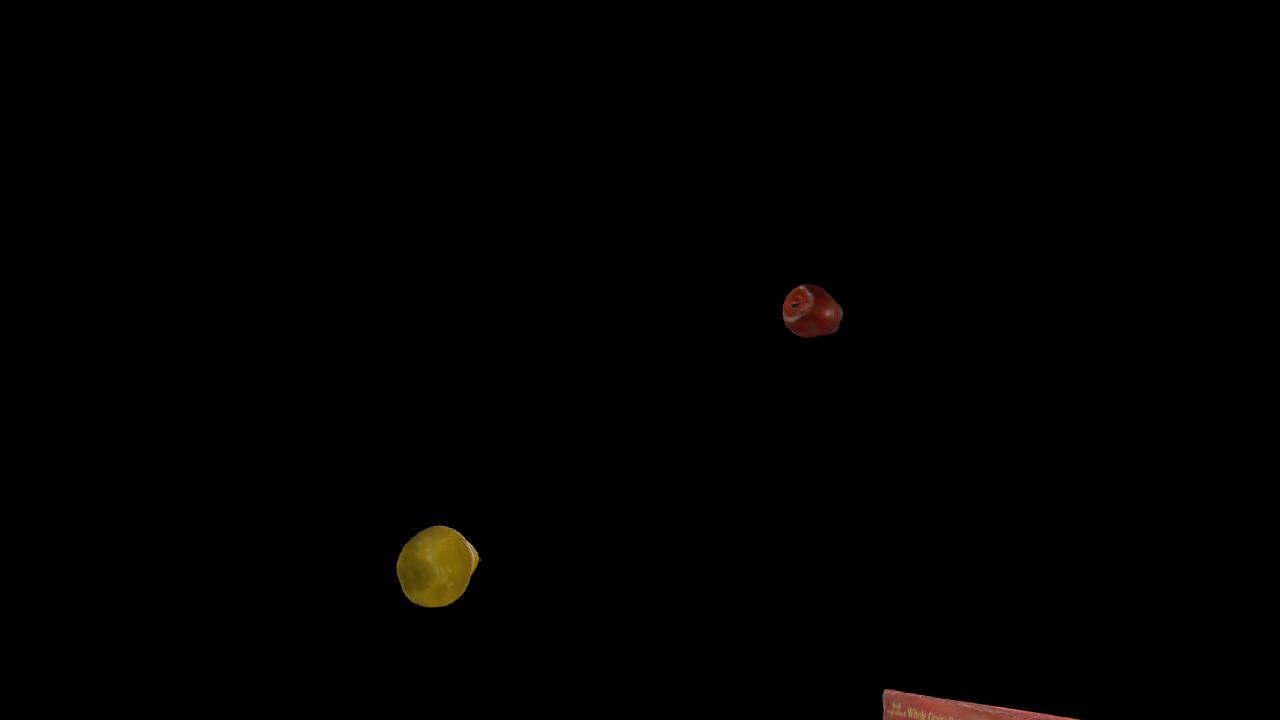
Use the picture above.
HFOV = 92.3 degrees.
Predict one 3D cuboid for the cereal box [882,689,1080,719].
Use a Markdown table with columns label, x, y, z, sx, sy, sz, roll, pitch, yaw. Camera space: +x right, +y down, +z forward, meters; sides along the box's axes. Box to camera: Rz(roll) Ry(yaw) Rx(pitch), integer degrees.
| label | x | y | z | sx | sy | sz | roll | pitch | yaw |
| --- | --- | --- | --- | --- | --- | --- | --- | --- | --- |
| cereal box | 0.365 | 0.314 | 0.448 | 0.306 | 0.081 | 0.203 | 18 | -26 | -18 |

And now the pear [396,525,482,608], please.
| label | x | y | z | sx | sy | sz | roll | pitch | yaw |
| --- | --- | --- | --- | --- | --- | --- | --- | --- | --- |
| pear | -0.202 | 0.212 | 0.658 | 0.080 | 0.080 | 0.111 | 0 | 2 | 19 |

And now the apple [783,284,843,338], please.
| label | x | y | z | sx | sy | sz | roll | pitch | yaw |
| --- | --- | --- | --- | --- | --- | --- | --- | --- | --- |
| apple | 0.259 | -0.071 | 0.928 | 0.093 | 0.079 | 0.079 | 18 | -10 | -32 |
